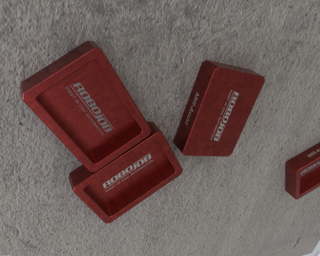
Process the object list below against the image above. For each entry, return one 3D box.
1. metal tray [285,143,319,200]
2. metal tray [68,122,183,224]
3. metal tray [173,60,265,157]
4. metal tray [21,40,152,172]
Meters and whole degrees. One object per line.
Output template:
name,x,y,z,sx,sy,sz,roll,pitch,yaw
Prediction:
metal tray,0.314,0.078,0.623,0.131,0.030,0.090,-26,128,-12
metal tray,-0.042,0.062,0.418,0.130,0.030,0.090,-34,129,-6
metal tray,0.081,-0.022,0.434,0.091,0.030,0.129,4,116,-31
metal tray,-0.077,-0.019,0.349,0.090,0.030,0.130,-35,129,-5
